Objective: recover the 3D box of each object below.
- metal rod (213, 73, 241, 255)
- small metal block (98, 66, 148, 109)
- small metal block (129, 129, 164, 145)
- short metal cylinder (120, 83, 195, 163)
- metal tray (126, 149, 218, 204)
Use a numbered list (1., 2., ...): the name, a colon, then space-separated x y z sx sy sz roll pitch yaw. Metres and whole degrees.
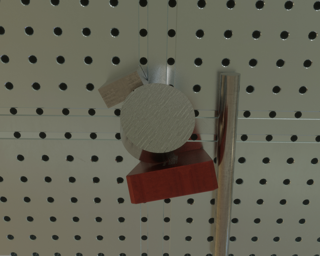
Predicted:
1. metal rod: 0.092 0.072 0.440 0.025 0.025 0.298 -1 110 0
2. small metal block: -0.043 -0.051 0.380 0.050 0.050 0.025 -24 106 8
3. small metal block: -0.015 0.008 0.403 0.050 0.050 0.025 10 110 -4
4. short metal cylinder: -0.005 -0.004 0.353 0.081 0.050 0.080 3 71 -7
5. metal tray: 0.016 0.054 0.376 0.090 0.130 0.030 -11 91 4
